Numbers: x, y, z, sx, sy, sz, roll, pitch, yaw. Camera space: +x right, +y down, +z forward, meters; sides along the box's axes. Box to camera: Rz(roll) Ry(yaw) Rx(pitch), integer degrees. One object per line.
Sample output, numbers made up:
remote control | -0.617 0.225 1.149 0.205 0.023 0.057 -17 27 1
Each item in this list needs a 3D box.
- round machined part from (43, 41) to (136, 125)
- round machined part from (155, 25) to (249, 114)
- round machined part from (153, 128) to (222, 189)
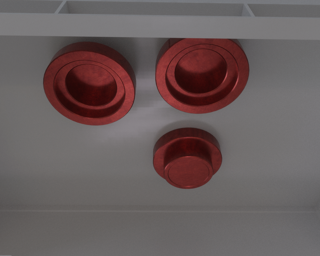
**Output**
round machined part | -0.076 -0.053 0.352 0.099 0.042 0.097 0 130 0
round machined part | 0.044 -0.067 0.341 0.099 0.042 0.097 0 130 0
round machined part | 0.039 0.050 0.440 0.099 0.042 0.097 0 130 0
